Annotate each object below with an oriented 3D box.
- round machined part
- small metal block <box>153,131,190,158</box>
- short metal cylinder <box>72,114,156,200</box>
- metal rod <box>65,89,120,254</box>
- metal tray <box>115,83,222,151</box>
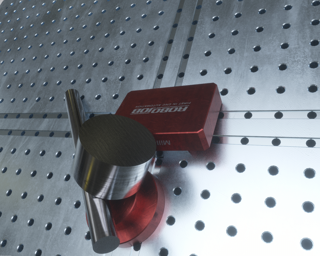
[{"bbox_3d":[-0.048,0.087,0.368,0.098,0.042,0.098,-13,56,20],"label":"round machined part"},{"bbox_3d":[0.011,0.008,0.397,0.050,0.025,0.050,-9,58,23],"label":"small metal block"},{"bbox_3d":[-0.050,0.029,0.333,0.080,0.081,0.050,55,138,39],"label":"short metal cylinder"},{"bbox_3d":[-0.098,0.027,0.401,0.025,0.025,0.300,-36,39,4],"label":"metal rod"},{"bbox_3d":[0.005,-0.014,0.393,0.130,0.030,0.090,-2,43,26],"label":"metal tray"}]
